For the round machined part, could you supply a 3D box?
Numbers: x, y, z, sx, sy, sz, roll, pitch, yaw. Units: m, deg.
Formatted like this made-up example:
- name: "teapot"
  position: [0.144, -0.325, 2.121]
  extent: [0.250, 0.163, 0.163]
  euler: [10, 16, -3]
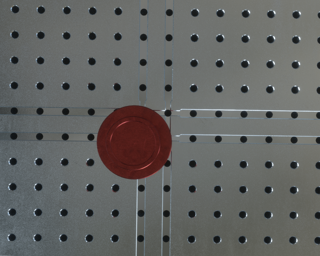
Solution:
- name: "round machined part"
  position: [-0.033, 0.019, 0.404]
  extent: [0.099, 0.042, 0.097]
  euler: [0, 90, -1]
